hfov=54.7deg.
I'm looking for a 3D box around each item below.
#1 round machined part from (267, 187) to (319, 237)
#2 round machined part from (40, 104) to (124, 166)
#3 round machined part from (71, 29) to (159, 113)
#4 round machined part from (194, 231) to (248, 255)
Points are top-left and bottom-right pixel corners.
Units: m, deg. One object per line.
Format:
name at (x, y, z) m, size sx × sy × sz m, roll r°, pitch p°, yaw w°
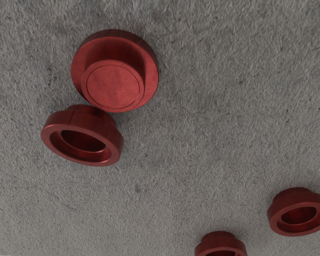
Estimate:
round machined part at (0.227, 0.135, 0.513) m, size 0.099 × 0.042 × 0.097 m, roll 0°, pitch 130°, yaw 0°
round machined part at (-0.093, 0.007, 0.388) m, size 0.099 × 0.042 × 0.098 m, roll 8°, pitch 147°, yaw 6°
round machined part at (-0.050, -0.056, 0.348) m, size 0.099 × 0.042 × 0.097 m, roll 0°, pitch 130°, yaw 0°
round machined part at (0.115, 0.235, 0.597) m, size 0.099 × 0.042 × 0.097 m, roll 0°, pitch 130°, yaw 0°
